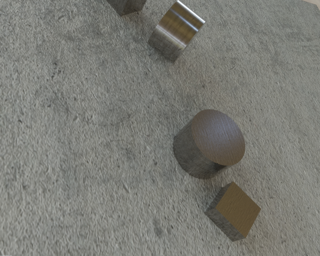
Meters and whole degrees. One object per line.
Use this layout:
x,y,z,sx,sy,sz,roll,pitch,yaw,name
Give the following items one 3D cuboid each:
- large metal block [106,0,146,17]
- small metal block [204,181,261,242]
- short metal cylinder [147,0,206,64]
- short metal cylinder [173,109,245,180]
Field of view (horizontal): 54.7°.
-0.056,-0.239,0.485,0.080,0.080,0.050,50,51,6,large metal block
0.092,0.105,0.392,0.050,0.025,0.050,45,51,3,small metal block
0.025,-0.145,0.473,0.050,0.080,0.080,38,51,-4,short metal cylinder
0.064,0.022,0.411,0.081,0.050,0.080,14,56,-21,short metal cylinder
